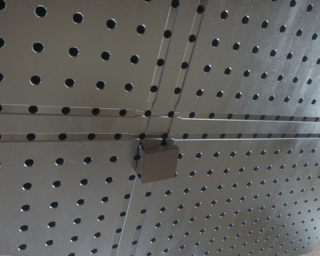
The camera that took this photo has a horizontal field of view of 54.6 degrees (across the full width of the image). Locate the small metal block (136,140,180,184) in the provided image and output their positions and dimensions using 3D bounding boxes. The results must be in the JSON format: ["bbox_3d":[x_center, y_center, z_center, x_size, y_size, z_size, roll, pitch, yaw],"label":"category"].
[{"bbox_3d":[-0.004,0.047,0.438,0.050,0.025,0.050,-7,122,-25],"label":"small metal block"}]
